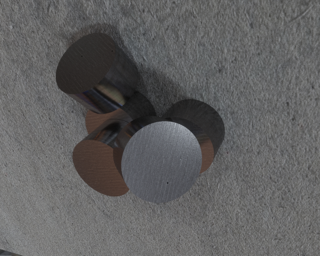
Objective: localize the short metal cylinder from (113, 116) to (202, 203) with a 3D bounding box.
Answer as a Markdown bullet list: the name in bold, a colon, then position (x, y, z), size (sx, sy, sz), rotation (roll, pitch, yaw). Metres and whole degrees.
- **short metal cylinder**: position (-0.004, 0.030, 0.318), size (0.080, 0.080, 0.050), rotation (61, 169, -16)

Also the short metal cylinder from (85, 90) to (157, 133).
- **short metal cylinder**: position (-0.051, -0.007, 0.412), size (0.080, 0.050, 0.079), rotation (13, 124, 20)

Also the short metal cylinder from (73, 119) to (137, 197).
- **short metal cylinder**: position (-0.058, 0.036, 0.378), size (0.080, 0.050, 0.079), rotation (13, 124, 20)

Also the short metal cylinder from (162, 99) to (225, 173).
- **short metal cylinder**: position (0.034, 0.011, 0.379), size (0.080, 0.050, 0.079), rotation (13, 124, 20)

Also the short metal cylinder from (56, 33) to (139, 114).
- **short metal cylinder**: position (-0.073, -0.063, 0.362), size (0.080, 0.080, 0.050), rotation (0, 157, 28)
